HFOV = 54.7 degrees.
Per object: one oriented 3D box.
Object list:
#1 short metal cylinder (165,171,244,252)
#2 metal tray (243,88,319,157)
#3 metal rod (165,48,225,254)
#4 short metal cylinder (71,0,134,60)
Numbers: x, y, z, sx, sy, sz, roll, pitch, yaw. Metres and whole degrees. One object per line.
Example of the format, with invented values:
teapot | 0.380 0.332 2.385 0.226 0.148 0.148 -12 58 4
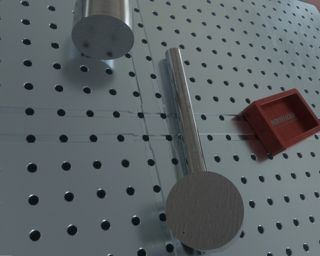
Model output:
short metal cylinder | 0.051 0.093 0.339 0.080 0.050 0.080 -6 64 12
metal tray | 0.213 -0.014 0.530 0.131 0.030 0.090 -18 71 -35
metal rod | 0.041 0.012 0.424 0.025 0.025 0.299 6 59 -26
short metal cylinder | -0.076 -0.138 0.417 0.081 0.080 0.050 10 58 -24
